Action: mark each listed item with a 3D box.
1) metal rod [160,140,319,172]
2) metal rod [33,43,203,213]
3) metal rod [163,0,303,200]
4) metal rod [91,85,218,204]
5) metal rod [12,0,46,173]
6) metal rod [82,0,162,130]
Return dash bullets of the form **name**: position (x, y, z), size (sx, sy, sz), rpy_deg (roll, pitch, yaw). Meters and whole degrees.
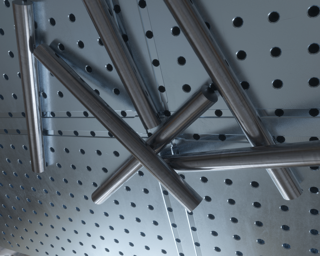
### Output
- **metal rod**: position (0.103, 0.033, 0.345), size (0.299, 0.025, 0.025), rpy_deg (-10, 114, 43)
- **metal rod**: position (-0.060, -0.005, 0.416), size (0.300, 0.025, 0.025), rpy_deg (44, 129, 7)
- **metal rod**: position (0.078, -0.043, 0.343), size (0.025, 0.025, 0.299), rpy_deg (-25, 105, 37)
- **metal rod**: position (-0.026, 0.041, 0.450), size (0.025, 0.025, 0.299), rpy_deg (44, 129, -2)
- **metal rod**: position (-0.203, -0.045, 0.491), size (0.025, 0.025, 0.298), rpy_deg (22, 127, 15)
- **metal rod**: position (-0.070, -0.132, 0.366), size (0.025, 0.025, 0.299), rpy_deg (-13, 112, 33)
